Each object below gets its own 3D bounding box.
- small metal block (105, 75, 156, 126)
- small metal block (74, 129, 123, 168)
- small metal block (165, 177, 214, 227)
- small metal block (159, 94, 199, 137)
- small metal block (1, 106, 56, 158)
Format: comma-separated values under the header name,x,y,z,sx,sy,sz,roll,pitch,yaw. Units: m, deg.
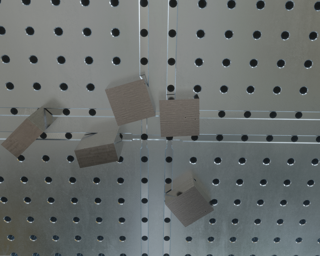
name,x,y,z,sx,sy,sz,roll,pitch,yaw
small metal block,-0.037,-0.036,0.400,0.050,0.025,0.050,-15,110,5
small metal block,-0.079,0.026,0.409,0.050,0.050,0.025,-11,110,4
small metal block,0.042,0.109,0.454,0.050,0.025,0.050,-35,107,12
small metal block,0.025,-0.017,0.407,0.050,0.025,0.050,-3,110,1
small metal block,-0.168,0.004,0.400,0.050,0.050,0.025,-41,105,14
